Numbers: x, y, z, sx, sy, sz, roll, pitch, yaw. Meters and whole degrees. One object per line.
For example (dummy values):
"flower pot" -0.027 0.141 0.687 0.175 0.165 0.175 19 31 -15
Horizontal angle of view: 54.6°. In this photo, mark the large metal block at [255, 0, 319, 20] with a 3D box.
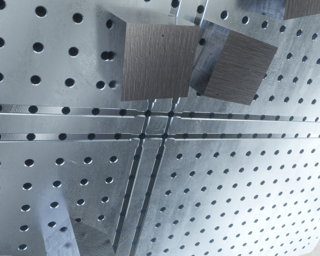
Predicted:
"large metal block" 0.169 -0.182 0.374 0.081 0.050 0.080 -16 125 -19

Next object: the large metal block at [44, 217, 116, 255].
"large metal block" -0.106 0.182 0.430 0.050 0.080 0.080 -44 129 2

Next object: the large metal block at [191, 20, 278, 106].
"large metal block" 0.087 -0.080 0.392 0.081 0.050 0.080 7 115 -32

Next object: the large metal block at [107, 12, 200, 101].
"large metal block" -0.010 -0.078 0.341 0.081 0.050 0.079 -6 121 -25
